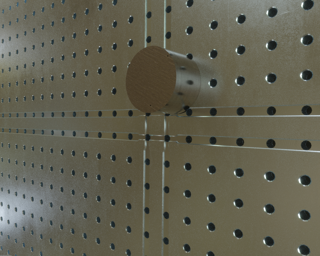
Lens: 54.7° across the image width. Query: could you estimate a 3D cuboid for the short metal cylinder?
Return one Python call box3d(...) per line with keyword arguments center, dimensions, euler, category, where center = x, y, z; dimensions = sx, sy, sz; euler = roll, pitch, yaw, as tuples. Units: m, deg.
box3d(center=(0.003, -0.058, 0.388), dimensions=(0.080, 0.050, 0.079), euler=(0, 90, 39), category="short metal cylinder")
